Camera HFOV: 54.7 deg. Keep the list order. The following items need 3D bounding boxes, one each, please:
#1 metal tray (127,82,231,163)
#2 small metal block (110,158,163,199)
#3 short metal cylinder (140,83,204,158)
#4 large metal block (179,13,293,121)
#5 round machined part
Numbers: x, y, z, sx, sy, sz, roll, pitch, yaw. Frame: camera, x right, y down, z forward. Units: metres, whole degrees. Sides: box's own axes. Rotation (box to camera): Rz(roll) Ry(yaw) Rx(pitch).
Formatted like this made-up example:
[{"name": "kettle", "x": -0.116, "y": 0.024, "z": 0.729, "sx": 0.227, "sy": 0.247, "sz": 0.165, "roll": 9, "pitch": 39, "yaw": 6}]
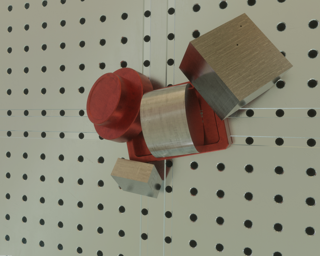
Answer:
[{"name": "metal tray", "x": 0.018, "y": -0.007, "z": 0.401, "sx": 0.130, "sy": 0.030, "sz": 0.089, "roll": -12, "pitch": 86, "yaw": 19}, {"name": "small metal block", "x": -0.029, "y": 0.066, "z": 0.403, "sx": 0.050, "sy": 0.050, "sz": 0.025, "roll": 8, "pitch": 59, "yaw": 20}, {"name": "short metal cylinder", "x": 0.017, "y": -0.008, "z": 0.360, "sx": 0.050, "sy": 0.080, "sz": 0.080, "roll": -9, "pitch": 87, "yaw": 19}, {"name": "large metal block", "x": 0.082, "y": -0.068, "z": 0.345, "sx": 0.080, "sy": 0.050, "sz": 0.080, "roll": -32, "pitch": 78, "yaw": -20}, {"name": "round machined part", "x": -0.058, "y": -0.033, "z": 0.400, "sx": 0.098, "sy": 0.042, "sz": 0.098, "roll": -16, "pitch": 66, "yaw": 39}]
